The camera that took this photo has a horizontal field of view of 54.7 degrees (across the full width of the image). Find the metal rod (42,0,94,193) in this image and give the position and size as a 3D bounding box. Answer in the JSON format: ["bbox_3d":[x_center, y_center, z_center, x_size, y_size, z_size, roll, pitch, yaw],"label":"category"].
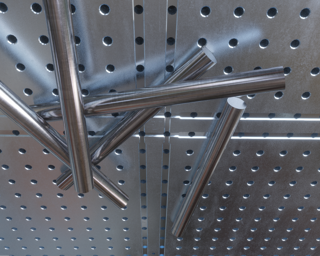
[{"bbox_3d":[-0.098,-0.052,0.331,0.025,0.025,0.298,0,120,-1],"label":"metal rod"}]

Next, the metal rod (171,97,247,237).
[{"bbox_3d":[0.064,0.080,0.480,0.025,0.025,0.298,9,130,-8],"label":"metal rod"}]

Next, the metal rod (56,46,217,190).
[{"bbox_3d":[-0.048,0.002,0.412,0.025,0.025,0.299,36,121,-27],"label":"metal rod"}]

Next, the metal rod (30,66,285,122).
[{"bbox_3d":[-0.019,-0.034,0.355,0.301,0.025,0.025,-7,131,16],"label":"metal rod"}]

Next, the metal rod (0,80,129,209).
[{"bbox_3d":[-0.135,0.016,0.387,0.025,0.025,0.300,-25,127,19],"label":"metal rod"}]
